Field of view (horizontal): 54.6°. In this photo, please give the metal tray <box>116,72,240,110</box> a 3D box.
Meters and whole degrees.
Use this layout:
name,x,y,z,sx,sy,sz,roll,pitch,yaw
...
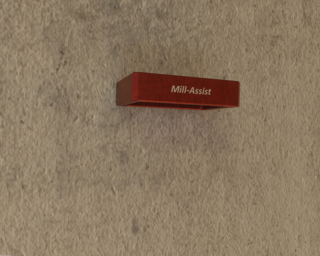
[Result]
name,x,y,z,sx,sy,sz,roll,pitch,yaw
metal tray,0.019,-0.042,0.381,0.131,0.090,0.030,2,90,-20
